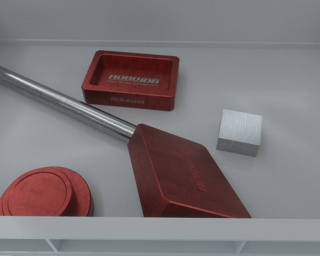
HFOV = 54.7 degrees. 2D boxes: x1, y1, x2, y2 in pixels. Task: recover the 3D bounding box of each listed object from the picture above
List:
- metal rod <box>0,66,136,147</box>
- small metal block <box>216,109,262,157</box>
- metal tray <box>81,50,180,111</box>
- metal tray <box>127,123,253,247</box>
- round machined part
[{"bbox_3d":[-0.120,-0.028,0.427,0.301,0.025,0.025,23,54,18],"label":"metal rod"},{"bbox_3d":[0.103,0.006,0.401,0.050,0.025,0.050,11,51,9],"label":"small metal block"},{"bbox_3d":[-0.040,-0.073,0.462,0.131,0.030,0.090,6,50,4],"label":"metal tray"},{"bbox_3d":[0.022,0.049,0.305,0.091,0.030,0.130,20,21,-22],"label":"metal tray"},{"bbox_3d":[-0.122,0.081,0.325,0.099,0.042,0.098,0,50,0],"label":"round machined part"}]
